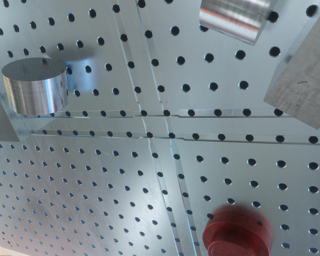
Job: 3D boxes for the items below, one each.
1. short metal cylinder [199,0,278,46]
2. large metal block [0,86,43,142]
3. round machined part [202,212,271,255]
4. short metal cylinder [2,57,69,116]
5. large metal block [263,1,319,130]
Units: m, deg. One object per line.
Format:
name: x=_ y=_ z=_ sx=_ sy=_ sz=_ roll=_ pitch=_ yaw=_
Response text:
short metal cylinder: x=0.074 y=-0.117 z=0.264 sx=0.050 sy=0.080 sz=0.079 roll=26 pitch=128 yaw=12
large metal block: x=-0.257 y=-0.025 z=0.516 sx=0.080 sy=0.050 sz=0.080 roll=0 pitch=119 yaw=28
round machined part: x=0.108 y=0.174 z=0.451 sx=0.098 sy=0.042 sz=0.097 roll=13 pitch=124 yaw=21
short metal cylinder: x=-0.169 y=-0.059 z=0.429 sx=0.080 sy=0.080 sz=0.050 roll=17 pitch=125 yaw=18
large metal block: x=0.138 y=-0.058 z=0.266 sx=0.050 sy=0.080 sz=0.079 roll=30 pitch=128 yaw=9
